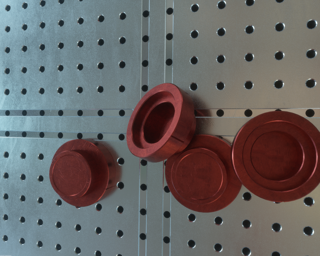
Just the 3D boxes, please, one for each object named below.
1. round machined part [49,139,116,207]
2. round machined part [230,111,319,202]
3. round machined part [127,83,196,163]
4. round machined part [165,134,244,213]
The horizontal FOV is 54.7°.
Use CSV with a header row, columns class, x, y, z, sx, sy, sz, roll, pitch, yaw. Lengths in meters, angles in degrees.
class,x,y,z,sx,sy,sz,roll,pitch,yaw
round machined part,-0.117,0.065,0.443,0.098,0.042,0.097,0,90,19
round machined part,0.130,0.031,0.350,0.099,0.042,0.097,0,86,7
round machined part,0.006,-0.003,0.384,0.098,0.042,0.098,-29,47,37
round machined part,0.052,0.057,0.385,0.098,0.042,0.097,0,90,19
